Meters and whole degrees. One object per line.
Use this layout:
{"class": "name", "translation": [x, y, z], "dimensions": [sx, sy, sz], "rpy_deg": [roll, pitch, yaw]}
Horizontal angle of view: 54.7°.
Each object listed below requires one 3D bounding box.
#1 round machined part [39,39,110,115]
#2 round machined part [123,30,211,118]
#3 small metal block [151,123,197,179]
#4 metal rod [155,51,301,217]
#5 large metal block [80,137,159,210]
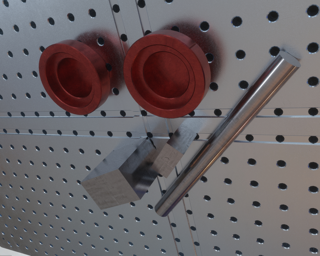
{"class": "round machined part", "translation": [-0.108, -0.070, 0.414], "dimensions": [0.098, 0.042, 0.097], "rpy_deg": [13, 124, 21]}
{"class": "round machined part", "translation": [0.011, -0.063, 0.355], "dimensions": [0.098, 0.042, 0.097], "rpy_deg": [13, 124, 21]}
{"class": "small metal block", "translation": [0.019, 0.030, 0.404], "dimensions": [0.025, 0.050, 0.050], "rpy_deg": [35, 129, 5]}
{"class": "metal rod", "translation": [0.065, 0.031, 0.395], "dimensions": [0.025, 0.025, 0.298], "rpy_deg": [36, 129, 4]}
{"class": "large metal block", "translation": [-0.051, 0.064, 0.442], "dimensions": [0.080, 0.080, 0.050], "rpy_deg": [-23, 106, 36]}
